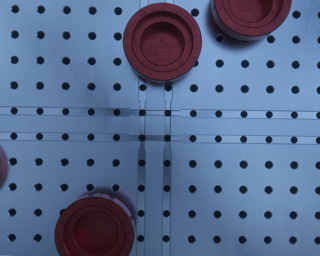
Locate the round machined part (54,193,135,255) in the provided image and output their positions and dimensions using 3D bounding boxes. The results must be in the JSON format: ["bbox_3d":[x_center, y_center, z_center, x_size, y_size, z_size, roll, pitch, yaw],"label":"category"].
[{"bbox_3d":[-0.082,0.134,0.404,0.099,0.042,0.097,0,90,-1],"label":"round machined part"}]

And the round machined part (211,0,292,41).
[{"bbox_3d":[0.116,-0.163,0.406,0.099,0.042,0.097,0,90,-1],"label":"round machined part"}]

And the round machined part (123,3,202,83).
[{"bbox_3d":[0.003,-0.108,0.405,0.099,0.042,0.097,0,90,-1],"label":"round machined part"}]
